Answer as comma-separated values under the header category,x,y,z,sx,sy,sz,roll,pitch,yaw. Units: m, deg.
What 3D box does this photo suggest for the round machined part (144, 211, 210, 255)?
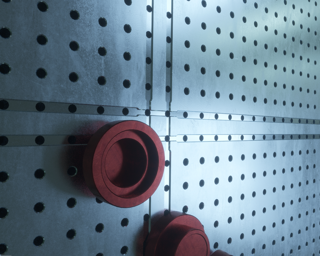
category,x,y,z,sx,sy,sz,roll,pitch,yaw
round machined part,0.030,0.167,0.423,0.099,0.042,0.097,0,90,-40

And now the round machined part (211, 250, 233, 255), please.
category,x,y,z,sx,sy,sz,roll,pitch,yaw
round machined part,0.090,0.236,0.456,0.099,0.042,0.097,-21,118,-46

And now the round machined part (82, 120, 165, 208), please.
category,x,y,z,sx,sy,sz,roll,pitch,yaw
round machined part,-0.045,0.040,0.360,0.099,0.042,0.097,0,90,-40
